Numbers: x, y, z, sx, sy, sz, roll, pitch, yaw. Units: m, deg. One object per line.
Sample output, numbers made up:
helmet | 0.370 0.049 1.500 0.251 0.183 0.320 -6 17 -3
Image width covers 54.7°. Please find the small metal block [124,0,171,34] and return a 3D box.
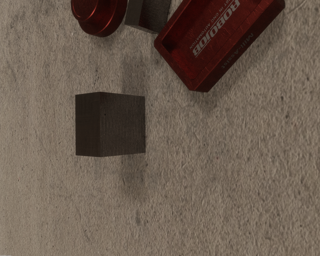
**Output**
small metal block | -0.015 -0.152 0.399 0.025 0.050 0.050 20 102 38

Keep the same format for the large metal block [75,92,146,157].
large metal block | -0.066 -0.004 0.421 0.050 0.081 0.079 -1 90 40

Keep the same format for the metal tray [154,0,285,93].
metal tray | 0.059 -0.116 0.351 0.129 0.030 0.090 -49 61 28

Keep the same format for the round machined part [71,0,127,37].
round machined part | -0.099 -0.192 0.473 0.098 0.042 0.097 0 90 39
